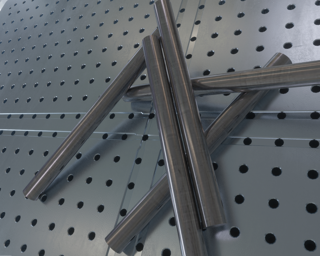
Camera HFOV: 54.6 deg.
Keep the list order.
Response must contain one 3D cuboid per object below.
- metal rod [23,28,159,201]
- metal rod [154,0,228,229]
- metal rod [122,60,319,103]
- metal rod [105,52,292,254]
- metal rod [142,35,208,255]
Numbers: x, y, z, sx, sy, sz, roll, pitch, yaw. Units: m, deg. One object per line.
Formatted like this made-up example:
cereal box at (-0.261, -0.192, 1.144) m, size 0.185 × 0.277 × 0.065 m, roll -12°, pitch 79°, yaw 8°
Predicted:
metal rod at (-0.092, -0.018, 0.444) m, size 0.300 × 0.025 × 0.025 m, roll -50°, pitch 51°, yaw 2°
metal rod at (0.029, -0.036, 0.369) m, size 0.025 × 0.025 × 0.299 m, roll -19°, pitch 64°, yaw 17°
metal rod at (0.070, -0.053, 0.377) m, size 0.300 × 0.025 × 0.025 m, roll -1°, pitch 61°, yaw 37°
metal rod at (0.049, 0.026, 0.367) m, size 0.300 × 0.025 × 0.025 m, roll -47°, pitch 51°, yaw -5°
metal rod at (0.013, 0.017, 0.353) m, size 0.025 × 0.025 × 0.299 m, roll -19°, pitch 64°, yaw 17°
